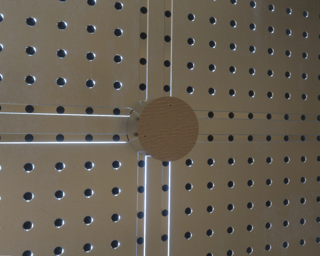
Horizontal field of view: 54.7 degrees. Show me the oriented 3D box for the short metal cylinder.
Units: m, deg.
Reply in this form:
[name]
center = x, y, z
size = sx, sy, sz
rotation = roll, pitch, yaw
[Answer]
[short metal cylinder]
center = 0.003, 0.001, 0.401
size = 0.081, 0.050, 0.079
rotation = 0, 90, -21
